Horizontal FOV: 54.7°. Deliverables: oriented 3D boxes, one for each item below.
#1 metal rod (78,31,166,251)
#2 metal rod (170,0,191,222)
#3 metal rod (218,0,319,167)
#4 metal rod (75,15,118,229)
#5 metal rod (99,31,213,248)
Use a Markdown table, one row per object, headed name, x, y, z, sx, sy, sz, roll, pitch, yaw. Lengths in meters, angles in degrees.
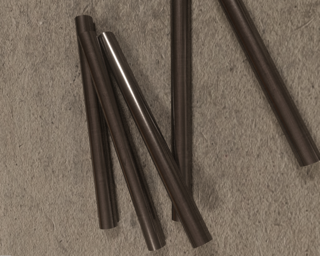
| name | x | y | z | sx | sy | sz | roll | pitch | yaw |
| --- | --- | --- | --- | --- | --- | --- | --- | --- | --- |
| metal rod | -0.051 | 0.015 | 0.414 | 0.025 | 0.025 | 0.298 | -19 | 88 | 18 |
| metal rod | 0.027 | -0.032 | 0.398 | 0.025 | 0.025 | 0.298 | 0 | 90 | 19 |
| metal rod | 0.111 | -0.097 | 0.369 | 0.025 | 0.025 | 0.299 | -26 | 82 | 18 |
| metal rod | -0.091 | -0.010 | 0.439 | 0.025 | 0.025 | 0.298 | -8 | 87 | 19 |
| metal rod | -0.014 | 0.002 | 0.394 | 0.025 | 0.025 | 0.299 | -31 | 73 | 17 |
